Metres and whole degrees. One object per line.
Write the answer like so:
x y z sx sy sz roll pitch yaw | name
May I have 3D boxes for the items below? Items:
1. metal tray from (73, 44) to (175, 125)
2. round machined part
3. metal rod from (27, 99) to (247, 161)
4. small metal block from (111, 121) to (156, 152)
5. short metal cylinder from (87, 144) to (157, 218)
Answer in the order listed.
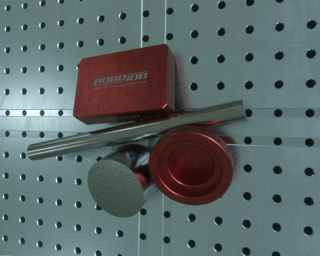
-0.047 -0.056 0.411 0.130 0.030 0.090 -5 70 19 | metal tray
0.039 0.041 0.377 0.098 0.042 0.097 5 113 13 | round machined part
-0.044 0.007 0.400 0.301 0.025 0.025 -11 86 19 | metal rod
-0.035 0.015 0.433 0.050 0.025 0.050 19 96 18 | small metal block
-0.045 0.068 0.402 0.080 0.050 0.079 9 112 22 | short metal cylinder
